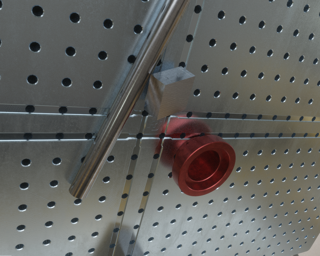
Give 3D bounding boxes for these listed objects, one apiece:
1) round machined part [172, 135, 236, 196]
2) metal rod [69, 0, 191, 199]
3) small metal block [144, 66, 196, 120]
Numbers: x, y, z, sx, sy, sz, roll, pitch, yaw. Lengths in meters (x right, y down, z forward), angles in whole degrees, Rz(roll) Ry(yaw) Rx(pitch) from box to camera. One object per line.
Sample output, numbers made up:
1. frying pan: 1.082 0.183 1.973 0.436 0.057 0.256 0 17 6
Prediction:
1. round machined part: 0.062 0.052 0.468 0.099 0.042 0.097 -14 125 -21
2. metal rod: -0.036 -0.041 0.367 0.025 0.025 0.298 19 109 -36
3. small metal block: 0.011 -0.043 0.378 0.050 0.025 0.050 -23 141 -37
